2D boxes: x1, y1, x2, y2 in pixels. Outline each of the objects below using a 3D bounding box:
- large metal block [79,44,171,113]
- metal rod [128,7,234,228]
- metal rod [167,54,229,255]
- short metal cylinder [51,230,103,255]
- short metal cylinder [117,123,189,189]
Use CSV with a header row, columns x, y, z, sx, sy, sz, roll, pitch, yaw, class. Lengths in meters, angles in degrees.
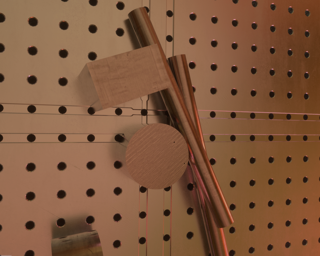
x,y,z,sx,sy,sz,roll,pitch,yaw,class
-0.045,-0.056,0.367,0.081,0.080,0.050,-21,97,-19,large metal block
0.028,-0.012,0.404,0.025,0.025,0.299,-23,91,-19,metal rod
0.055,0.048,0.433,0.025,0.025,0.298,-15,95,-20,metal rod
-0.092,0.161,0.350,0.050,0.080,0.079,-6,92,-20,short metal cylinder
-0.011,0.034,0.395,0.081,0.050,0.079,0,90,-20,short metal cylinder
